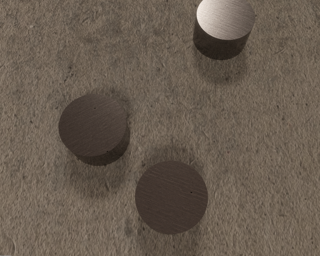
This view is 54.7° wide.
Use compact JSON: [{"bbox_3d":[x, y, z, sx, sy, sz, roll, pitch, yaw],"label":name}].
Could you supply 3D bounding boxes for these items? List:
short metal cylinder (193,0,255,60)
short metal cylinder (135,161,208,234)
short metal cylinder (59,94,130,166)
[{"bbox_3d":[0.091,-0.146,0.450,0.081,0.050,0.080,0,70,0],"label":"short metal cylinder"},{"bbox_3d":[0.013,0.083,0.365,0.081,0.050,0.080,0,70,0],"label":"short metal cylinder"},{"bbox_3d":[-0.080,0.004,0.393,0.081,0.050,0.080,0,70,0],"label":"short metal cylinder"}]
